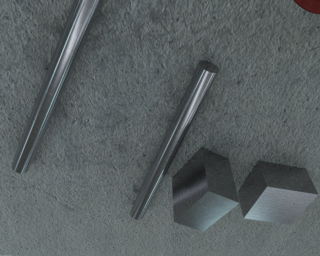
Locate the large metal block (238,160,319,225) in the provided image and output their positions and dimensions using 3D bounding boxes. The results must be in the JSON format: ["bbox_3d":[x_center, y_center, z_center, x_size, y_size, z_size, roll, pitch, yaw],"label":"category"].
[{"bbox_3d":[0.178,0.102,0.480,0.081,0.050,0.079,10,129,-9],"label":"large metal block"}]

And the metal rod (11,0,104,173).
[{"bbox_3d":[-0.129,-0.043,0.368,0.025,0.025,0.298,23,126,-19],"label":"metal rod"}]

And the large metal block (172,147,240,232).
[{"bbox_3d":[0.061,0.089,0.448,0.050,0.080,0.080,25,126,-20],"label":"large metal block"}]

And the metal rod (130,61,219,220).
[{"bbox_3d":[0.008,0.039,0.440,0.025,0.025,0.298,14,129,-12],"label":"metal rod"}]

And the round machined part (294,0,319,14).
[{"bbox_3d":[0.152,-0.154,0.267,0.099,0.042,0.097,-1,130,0],"label":"round machined part"}]
